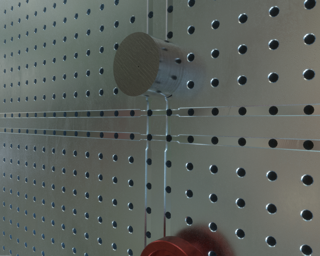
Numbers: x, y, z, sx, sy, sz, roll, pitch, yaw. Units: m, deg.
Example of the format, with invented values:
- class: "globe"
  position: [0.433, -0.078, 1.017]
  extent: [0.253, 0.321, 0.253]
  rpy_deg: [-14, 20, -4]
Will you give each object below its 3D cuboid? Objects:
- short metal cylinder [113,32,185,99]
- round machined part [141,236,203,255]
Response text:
- class: "short metal cylinder"
  position: [-0.015, -0.080, 0.406]
  extent: [0.080, 0.050, 0.079]
  rpy_deg: [0, 90, 40]
- class: "round machined part"
  position: [0.023, 0.182, 0.380]
  extent: [0.098, 0.042, 0.097]
  rpy_deg: [0, 90, 40]
